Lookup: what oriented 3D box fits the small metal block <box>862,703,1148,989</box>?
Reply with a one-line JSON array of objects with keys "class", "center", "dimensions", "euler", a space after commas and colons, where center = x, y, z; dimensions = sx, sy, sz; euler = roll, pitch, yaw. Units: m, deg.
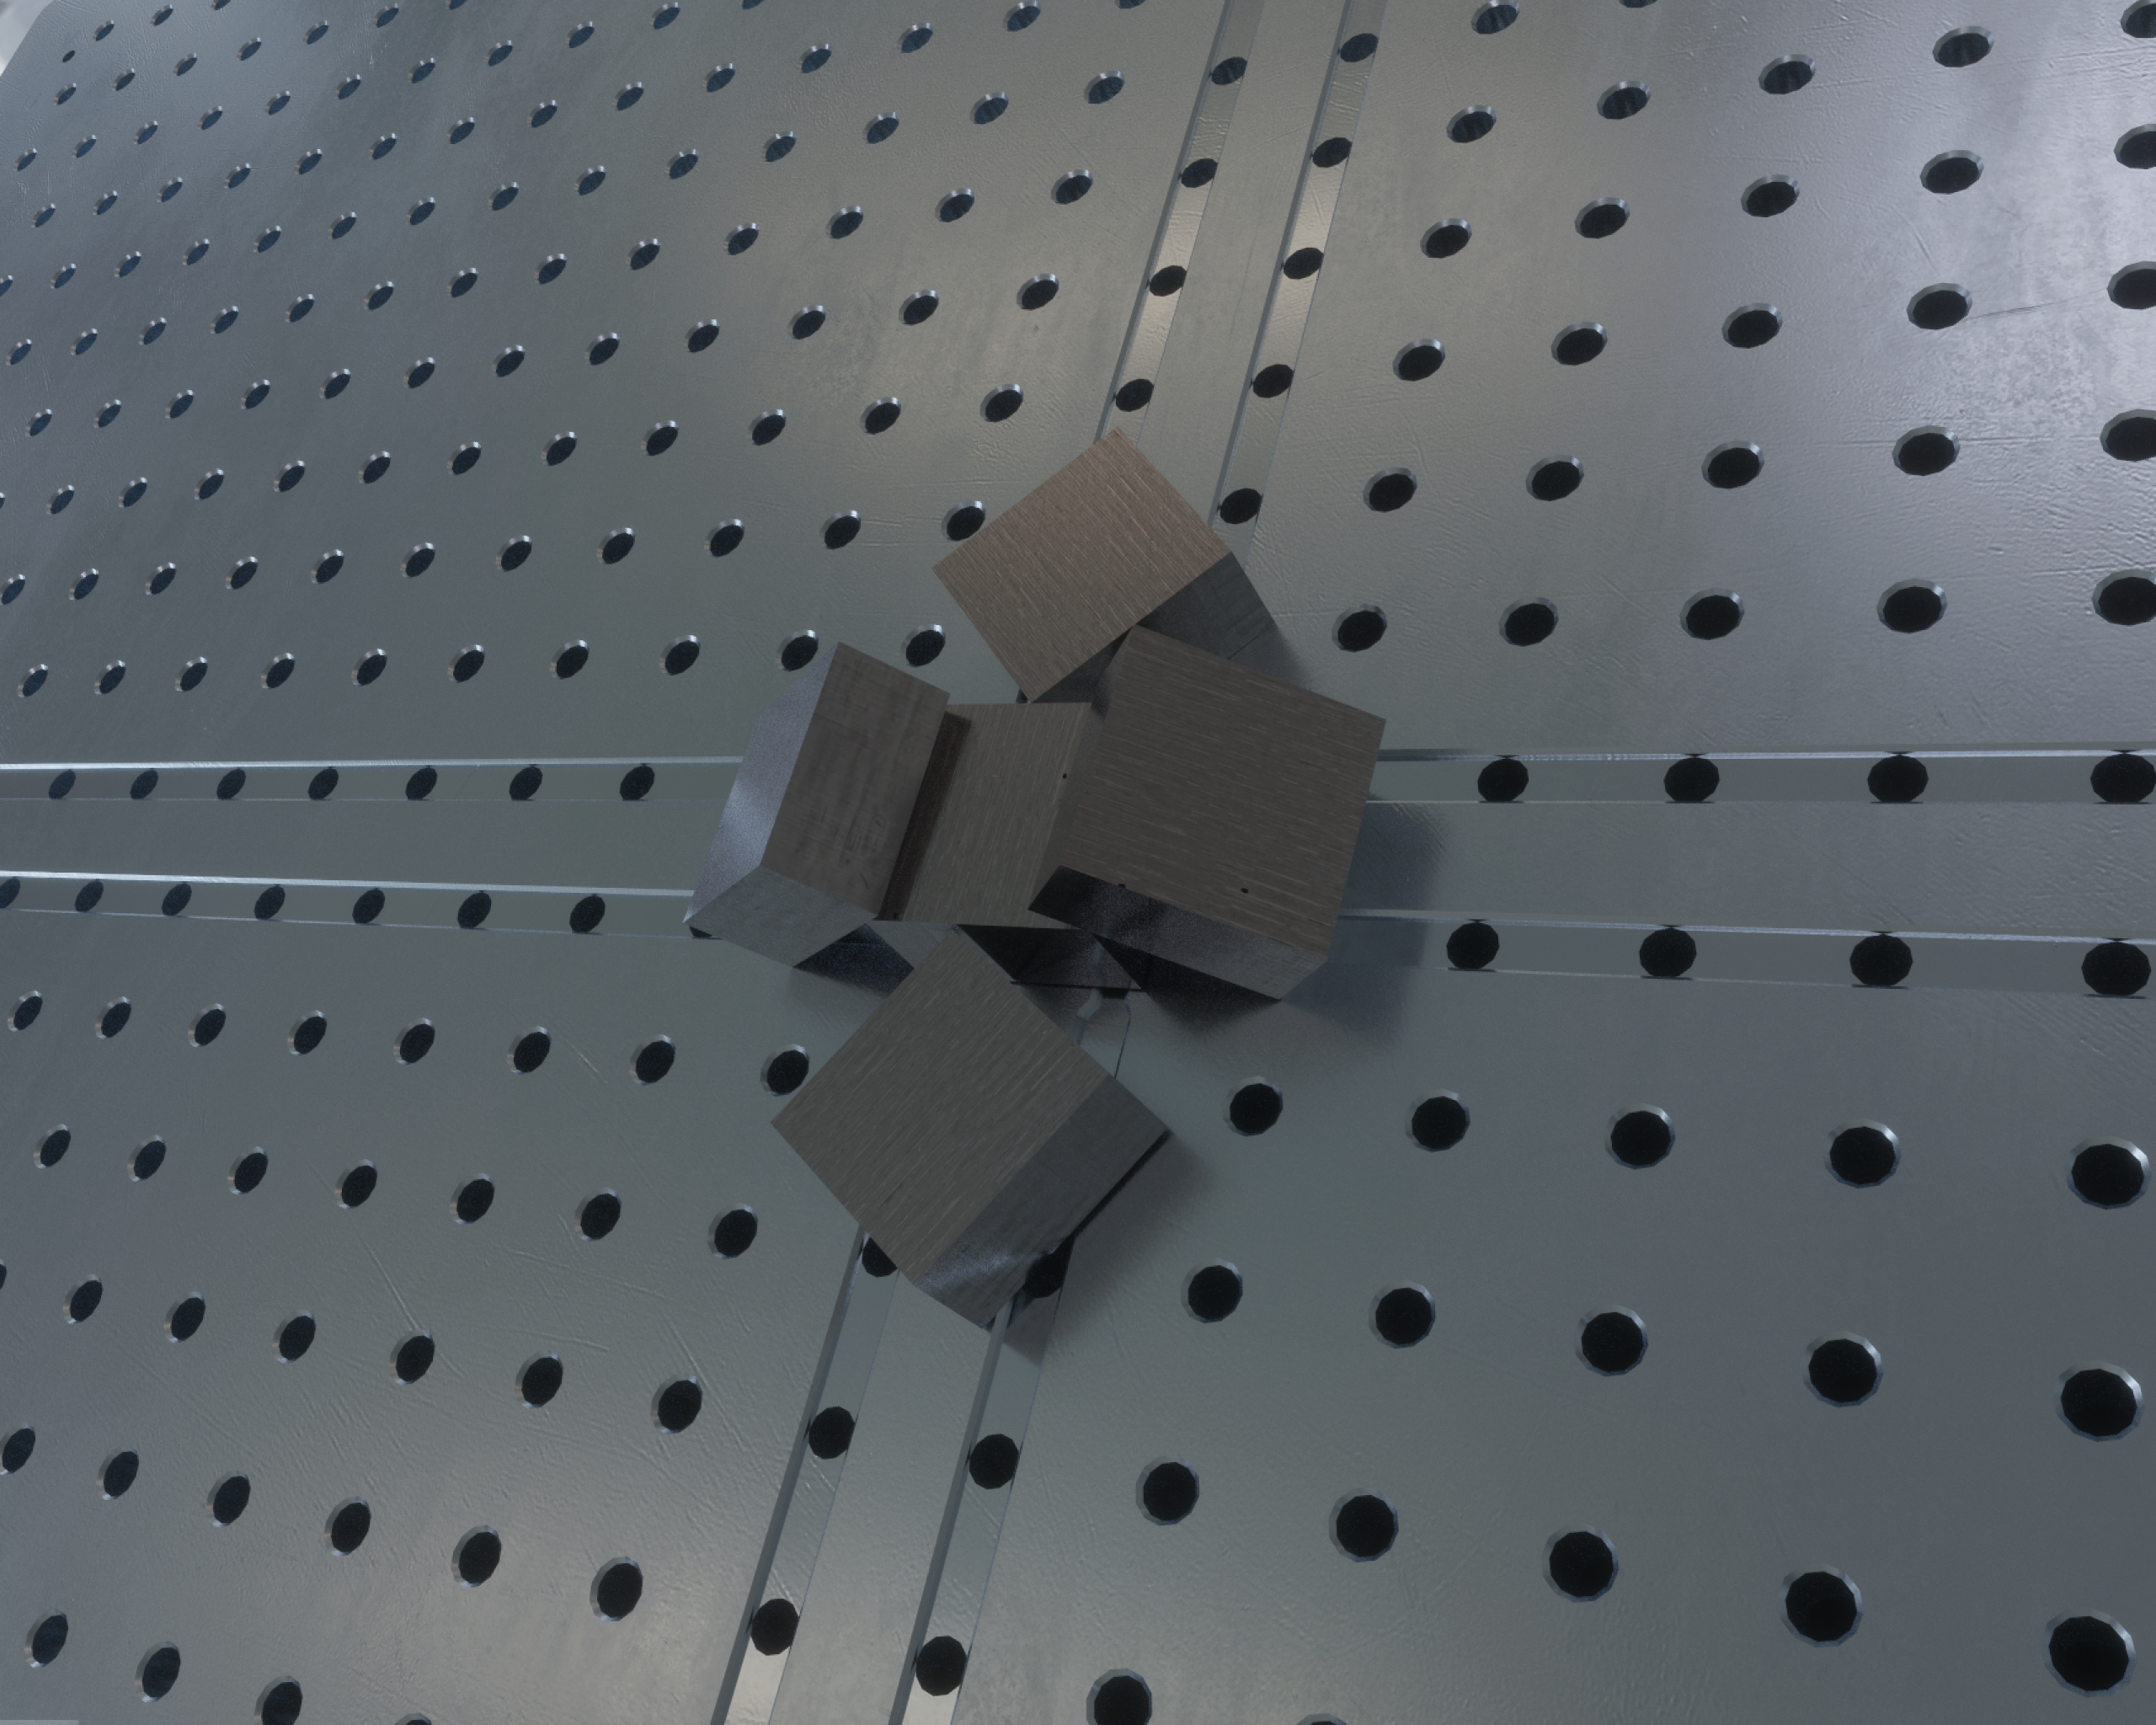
[{"class": "small metal block", "center": [-0.009, -0.004, 0.415], "dimensions": [0.050, 0.025, 0.050], "euler": [2, 62, 29]}]

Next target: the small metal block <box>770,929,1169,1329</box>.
[{"class": "small metal block", "center": [-0.021, 0.049, 0.389], "dimensions": [0.050, 0.025, 0.050], "euler": [-47, 50, -4]}]

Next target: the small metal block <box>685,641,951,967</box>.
[{"class": "small metal block", "center": [-0.054, -0.011, 0.428], "dimensions": [0.050, 0.025, 0.050], "euler": [-29, 41, 59]}]

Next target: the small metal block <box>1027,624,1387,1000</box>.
[{"class": "small metal block", "center": [0.024, -0.009, 0.384], "dimensions": [0.050, 0.025, 0.050], "euler": [20, 66, -8]}]

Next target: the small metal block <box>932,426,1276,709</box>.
[{"class": "small metal block", "center": [0.005, -0.057, 0.441], "dimensions": [0.050, 0.025, 0.050], "euler": [-37, 50, 2]}]
